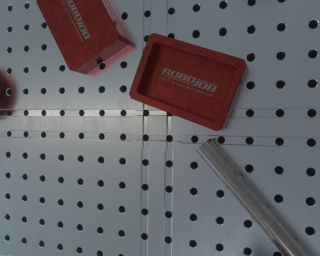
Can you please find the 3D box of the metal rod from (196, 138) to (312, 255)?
[{"bbox_3d":[0.148,0.134,0.360,0.025,0.025,0.300,-43,77,15],"label":"metal rod"}]

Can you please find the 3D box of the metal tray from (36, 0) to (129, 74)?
[{"bbox_3d":[-0.114,-0.156,0.450,0.090,0.030,0.130,-31,80,17],"label":"metal tray"}]

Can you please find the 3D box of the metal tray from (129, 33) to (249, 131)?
[{"bbox_3d":[0.035,-0.059,0.397,0.130,0.030,0.089,22,97,18],"label":"metal tray"}]
